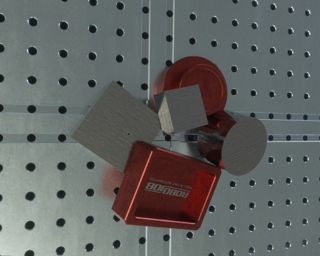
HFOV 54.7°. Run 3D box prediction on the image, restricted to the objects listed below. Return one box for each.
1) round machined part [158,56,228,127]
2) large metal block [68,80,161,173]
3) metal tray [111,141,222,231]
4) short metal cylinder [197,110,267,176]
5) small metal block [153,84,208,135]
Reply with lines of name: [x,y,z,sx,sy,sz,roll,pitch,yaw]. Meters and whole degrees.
round machined part: [0.050,-0.050,0.422,0.099,0.042,0.097,0,90,-20]
large metal block: [-0.053,0.001,0.380,0.080,0.050,0.080,37,78,-16]
metal tray: [0.014,0.076,0.385,0.131,0.030,0.090,21,90,-41]
short metal cylinder: [0.099,0.019,0.424,0.081,0.050,0.079,-9,109,-29]
small metal block: [0.025,-0.022,0.373,0.050,0.025,0.050,-15,92,-31]
